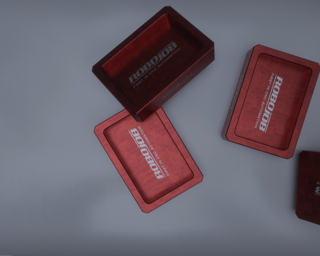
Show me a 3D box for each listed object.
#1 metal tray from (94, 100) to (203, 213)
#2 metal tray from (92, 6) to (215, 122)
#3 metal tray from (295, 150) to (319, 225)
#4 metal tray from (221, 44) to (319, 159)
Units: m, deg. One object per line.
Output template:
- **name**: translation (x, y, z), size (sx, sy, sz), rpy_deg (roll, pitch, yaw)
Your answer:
- **metal tray**: translation (-0.014, 0.033, 0.408), size (0.090, 0.030, 0.130), rpy_deg (-31, 90, 0)
- **metal tray**: translation (-0.008, -0.081, 0.388), size (0.130, 0.030, 0.090), rpy_deg (-41, 69, -4)
- **metal tray**: translation (0.228, 0.077, 0.362), size (0.030, 0.130, 0.089), rpy_deg (3, 90, -32)
- **metal tray**: translation (0.145, -0.034, 0.409), size (0.090, 0.030, 0.129), rpy_deg (18, 90, 0)
